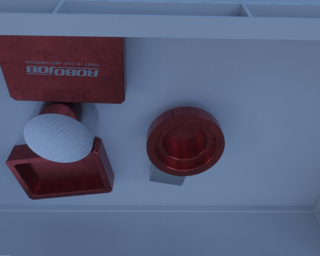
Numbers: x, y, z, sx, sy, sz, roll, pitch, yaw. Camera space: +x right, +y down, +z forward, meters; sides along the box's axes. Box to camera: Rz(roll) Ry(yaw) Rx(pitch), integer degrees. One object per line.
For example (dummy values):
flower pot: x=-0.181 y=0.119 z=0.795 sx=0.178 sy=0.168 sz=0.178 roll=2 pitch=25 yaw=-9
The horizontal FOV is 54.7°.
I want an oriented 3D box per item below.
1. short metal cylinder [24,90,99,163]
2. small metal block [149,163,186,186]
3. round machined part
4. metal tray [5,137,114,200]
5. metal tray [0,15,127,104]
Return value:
short metal cylinder: x=-0.121 y=-0.002 z=0.389 sx=0.081 sy=0.050 sz=0.079 roll=0 pitch=130 yaw=0
small metal block: x=0.014 y=0.057 z=0.458 sx=0.050 sy=0.025 sz=0.050 roll=10 pitch=130 yaw=-9
round machined part: x=0.032 y=0.013 z=0.405 sx=0.099 sy=0.042 sz=0.097 roll=-1 pitch=124 yaw=-2
metal tray: x=-0.142 y=0.062 z=0.456 sx=0.131 sy=0.030 sz=0.089 roll=-6 pitch=130 yaw=5
metal tray: x=-0.104 y=-0.073 z=0.342 sx=0.131 sy=0.030 sz=0.089 roll=2 pitch=130 yaw=-2
